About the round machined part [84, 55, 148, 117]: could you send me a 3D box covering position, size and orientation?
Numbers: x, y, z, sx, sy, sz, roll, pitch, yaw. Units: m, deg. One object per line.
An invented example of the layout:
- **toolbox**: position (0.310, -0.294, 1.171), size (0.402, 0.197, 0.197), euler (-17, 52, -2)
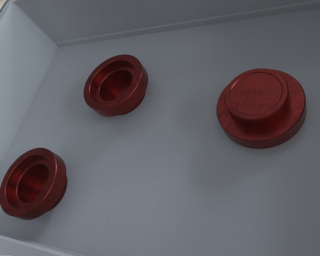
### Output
- **round machined part**: position (-0.061, -0.058, 0.463), size (0.098, 0.042, 0.098), euler (-13, 56, 21)

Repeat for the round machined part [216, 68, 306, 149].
- **round machined part**: position (0.112, -0.029, 0.354), size (0.098, 0.042, 0.098), euler (-13, 56, 21)

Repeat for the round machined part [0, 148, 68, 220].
- **round machined part**: position (-0.171, 0.080, 0.436), size (0.098, 0.042, 0.098), euler (-13, 56, 21)
